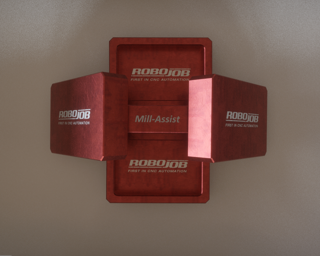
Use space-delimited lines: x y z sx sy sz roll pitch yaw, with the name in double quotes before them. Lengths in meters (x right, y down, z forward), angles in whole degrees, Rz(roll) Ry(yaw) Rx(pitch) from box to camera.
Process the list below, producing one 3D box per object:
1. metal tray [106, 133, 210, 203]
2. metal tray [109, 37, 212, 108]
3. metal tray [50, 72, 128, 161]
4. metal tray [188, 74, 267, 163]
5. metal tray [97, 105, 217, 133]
"metal tray" -0.002 0.050 0.405 0.131 0.030 0.089 0 90 -1
"metal tray" 0.001 -0.070 0.407 0.131 0.030 0.089 0 91 -1
"metal tray" -0.088 -0.012 0.363 0.030 0.130 0.089 1 90 -42
"metal tray" 0.084 -0.009 0.364 0.030 0.131 0.089 1 90 42
"metal tray" -0.003 -0.010 0.377 0.131 0.090 0.030 0 90 -1
